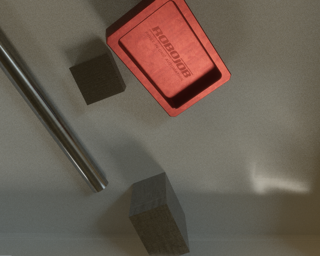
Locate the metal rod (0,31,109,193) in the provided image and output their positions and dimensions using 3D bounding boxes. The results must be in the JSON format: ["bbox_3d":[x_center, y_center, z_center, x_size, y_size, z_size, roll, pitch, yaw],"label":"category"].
[{"bbox_3d":[-0.158,-0.038,0.395,0.025,0.025,0.299,-28,108,9],"label":"metal rod"}]

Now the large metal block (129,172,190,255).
[{"bbox_3d":[0.000,0.121,0.427,0.050,0.080,0.080,-21,109,7],"label":"large metal block"}]

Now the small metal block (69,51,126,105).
[{"bbox_3d":[-0.076,-0.063,0.387,0.050,0.025,0.050,-20,109,7],"label":"small metal block"}]

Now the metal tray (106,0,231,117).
[{"bbox_3d":[0.012,-0.084,0.358,0.090,0.030,0.130,-35,124,12],"label":"metal tray"}]
